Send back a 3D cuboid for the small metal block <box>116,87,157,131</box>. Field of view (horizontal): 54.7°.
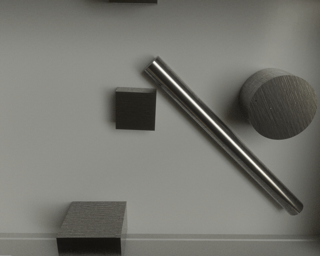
[{"bbox_3d":[-0.031,-0.025,0.402,0.050,0.025,0.050,2,110,-2],"label":"small metal block"}]

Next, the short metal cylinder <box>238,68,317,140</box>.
[{"bbox_3d":[0.145,-0.031,0.389,0.081,0.050,0.079,0,110,-1],"label":"short metal cylinder"}]

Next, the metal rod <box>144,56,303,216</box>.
[{"bbox_3d":[0.095,0.019,0.419,0.025,0.025,0.300,-43,105,14],"label":"metal rod"}]

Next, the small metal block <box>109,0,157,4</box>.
[{"bbox_3d":[-0.028,-0.151,0.342,0.050,0.050,0.025,1,110,-1],"label":"small metal block"}]

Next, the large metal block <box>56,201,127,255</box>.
[{"bbox_3d":[-0.090,0.147,0.435,0.081,0.080,0.050,0,110,-1],"label":"large metal block"}]
